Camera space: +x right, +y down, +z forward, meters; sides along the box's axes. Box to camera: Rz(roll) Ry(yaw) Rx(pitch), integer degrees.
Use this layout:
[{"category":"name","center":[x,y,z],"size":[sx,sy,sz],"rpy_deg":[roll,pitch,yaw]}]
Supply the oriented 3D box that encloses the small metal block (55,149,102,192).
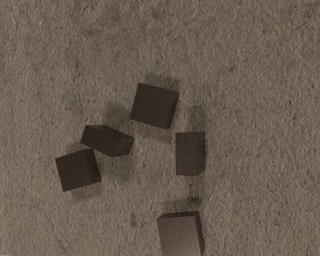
[{"category":"small metal block","center":[-0.118,0.061,0.449],"size":[0.050,0.025,0.050],"rpy_deg":[-18,84,18]}]

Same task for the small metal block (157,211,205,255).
[{"category":"small metal block","center":[0.027,0.137,0.399],"size":[0.050,0.025,0.050],"rpy_deg":[-10,87,19]}]

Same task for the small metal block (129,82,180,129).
[{"category":"small metal block","center":[-0.007,-0.029,0.411],"size":[0.050,0.025,0.050],"rpy_deg":[16,95,19]}]

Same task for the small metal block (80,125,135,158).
[{"category":"small metal block","center":[-0.070,0.016,0.419],"size":[0.050,0.050,0.025],"rpy_deg":[22,98,18]}]

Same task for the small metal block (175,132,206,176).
[{"category":"small metal block","center":[0.039,0.030,0.382],"size":[0.025,0.050,0.050],"rpy_deg":[0,90,20]}]
